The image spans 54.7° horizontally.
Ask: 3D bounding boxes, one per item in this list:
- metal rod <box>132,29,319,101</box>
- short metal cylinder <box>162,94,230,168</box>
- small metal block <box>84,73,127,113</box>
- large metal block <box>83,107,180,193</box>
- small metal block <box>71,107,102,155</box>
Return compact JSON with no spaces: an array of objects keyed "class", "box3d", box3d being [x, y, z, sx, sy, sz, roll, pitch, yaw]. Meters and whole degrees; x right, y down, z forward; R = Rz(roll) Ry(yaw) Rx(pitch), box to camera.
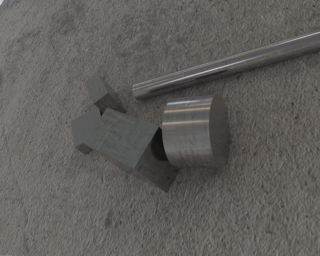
[{"class":"metal rod","box3d":[0.103,-0.084,0.401,0.300,0.025,0.025,-13,56,20]},{"class":"short metal cylinder","box3d":[0.043,0.004,0.344,0.050,0.080,0.080,-4,60,26]},{"class":"small metal block","box3d":[-0.081,-0.046,0.458,0.025,0.050,0.050,-36,51,5]},{"class":"large metal block","box3d":[-0.027,0.027,0.367,0.080,0.080,0.050,20,73,35]},{"class":"small metal block","box3d":[-0.100,0.003,0.454,0.050,0.025,0.050,-29,52,9]}]
